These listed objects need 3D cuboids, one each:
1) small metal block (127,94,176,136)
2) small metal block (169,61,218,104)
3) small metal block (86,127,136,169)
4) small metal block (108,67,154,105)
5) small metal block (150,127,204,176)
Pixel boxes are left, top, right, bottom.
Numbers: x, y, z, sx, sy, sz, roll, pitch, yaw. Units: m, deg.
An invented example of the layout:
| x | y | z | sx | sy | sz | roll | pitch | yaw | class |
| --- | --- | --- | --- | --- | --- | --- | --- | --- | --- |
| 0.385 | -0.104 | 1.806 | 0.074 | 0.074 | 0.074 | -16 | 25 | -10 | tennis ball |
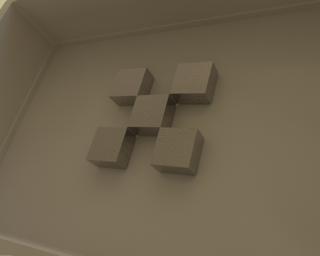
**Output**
| x | y | z | sx | sy | sz | roll | pitch | yaw | class |
| --- | --- | --- | --- | --- | --- | --- | --- | --- | --- |
| -0.011 | -0.017 | 0.419 | 0.050 | 0.025 | 0.050 | 1 | 62 | 28 | small metal block |
| 0.046 | -0.060 | 0.416 | 0.050 | 0.025 | 0.050 | 3 | 63 | 29 | small metal block |
| -0.066 | 0.026 | 0.422 | 0.050 | 0.025 | 0.050 | 1 | 62 | 28 | small metal block |
| -0.042 | -0.062 | 0.464 | 0.050 | 0.025 | 0.050 | 2 | 62 | 29 | small metal block |
| 0.021 | 0.027 | 0.375 | 0.050 | 0.025 | 0.050 | 2 | 62 | 29 | small metal block |
